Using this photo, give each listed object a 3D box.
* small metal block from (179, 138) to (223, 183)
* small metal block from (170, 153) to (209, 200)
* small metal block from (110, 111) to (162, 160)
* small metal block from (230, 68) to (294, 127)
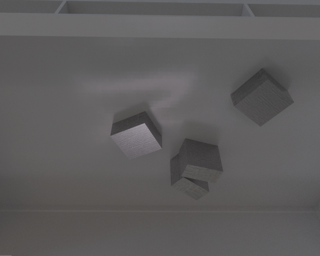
[{"bbox_3d":[0.056,0.045,0.431,0.050,0.050,0.025,13,129,-11],"label":"small metal block"},{"bbox_3d":[0.043,0.069,0.452,0.050,0.050,0.025,33,123,-25],"label":"small metal block"},{"bbox_3d":[-0.031,0.011,0.418,0.050,0.025,0.050,-20,128,16],"label":"small metal block"},{"bbox_3d":[0.124,-0.036,0.379,0.050,0.025,0.050,32,123,-25],"label":"small metal block"}]
